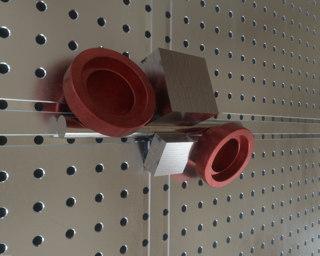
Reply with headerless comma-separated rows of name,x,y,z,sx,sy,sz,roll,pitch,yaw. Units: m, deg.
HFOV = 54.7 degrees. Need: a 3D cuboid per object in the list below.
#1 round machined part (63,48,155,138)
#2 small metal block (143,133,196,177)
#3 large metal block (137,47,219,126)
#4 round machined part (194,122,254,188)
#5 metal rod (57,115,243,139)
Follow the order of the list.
round machined part,-0.057,-0.034,0.334,0.099,0.042,0.098,21,52,-29
small metal block,0.012,0.034,0.407,0.050,0.025,0.050,1,118,-40
large metal block,0.021,-0.048,0.396,0.081,0.050,0.080,1,71,-40
round machined part,0.089,0.036,0.457,0.099,0.042,0.097,-21,127,-29
metal rod,0.013,0.000,0.421,0.302,0.025,0.025,0,90,-40
